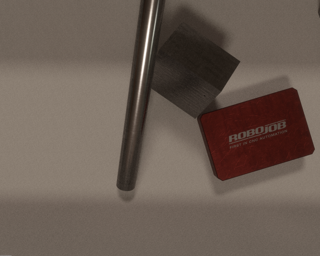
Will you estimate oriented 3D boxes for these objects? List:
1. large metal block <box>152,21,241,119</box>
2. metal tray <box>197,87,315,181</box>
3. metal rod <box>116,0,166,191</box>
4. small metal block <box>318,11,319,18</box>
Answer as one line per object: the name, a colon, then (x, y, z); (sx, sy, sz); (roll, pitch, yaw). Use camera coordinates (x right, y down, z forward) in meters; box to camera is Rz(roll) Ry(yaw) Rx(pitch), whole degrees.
large metal block: (0.036, -0.067, 0.378); (0.080, 0.080, 0.050); (35, 65, 0)
metal tray: (0.125, 0.008, 0.411); (0.131, 0.030, 0.090); (-17, 90, -1)
metal rod: (-0.021, -0.056, 0.351); (0.025, 0.025, 0.298); (10, 115, -1)
small metal block: (0.238, -0.139, 0.402); (0.025, 0.050, 0.050); (-19, 90, 0)
